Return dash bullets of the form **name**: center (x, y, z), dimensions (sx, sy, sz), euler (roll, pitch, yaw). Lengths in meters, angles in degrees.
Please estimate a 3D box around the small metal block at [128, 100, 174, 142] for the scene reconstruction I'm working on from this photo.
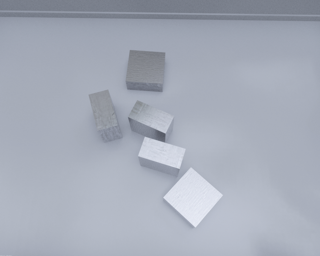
- **small metal block**: center (-0.011, -0.006, 0.398), dimensions (0.050, 0.050, 0.025), euler (24, 72, 8)

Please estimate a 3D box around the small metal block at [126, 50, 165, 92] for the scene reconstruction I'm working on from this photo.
- **small metal block**: center (-0.019, -0.081, 0.439), dimensions (0.050, 0.025, 0.050), euler (4, 70, 1)

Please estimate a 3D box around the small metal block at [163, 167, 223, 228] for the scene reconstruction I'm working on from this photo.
- **small metal block**: center (0.039, 0.085, 0.379), dimensions (0.050, 0.025, 0.050), euler (41, 75, 13)

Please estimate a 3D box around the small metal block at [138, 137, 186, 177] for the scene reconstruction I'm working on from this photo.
- **small metal block**: center (0.002, 0.037, 0.383), dimensions (0.050, 0.050, 0.025), euler (16, 71, 6)

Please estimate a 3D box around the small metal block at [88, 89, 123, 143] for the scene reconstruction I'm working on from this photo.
- **small metal block**: center (-0.070, -0.014, 0.401), dimensions (0.025, 0.050, 0.050), euler (-16, 71, -6)
